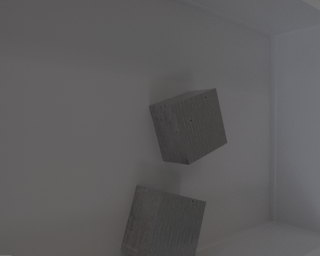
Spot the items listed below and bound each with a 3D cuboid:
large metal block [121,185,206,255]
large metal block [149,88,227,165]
[{"bbox_3d":[0.006,0.123,0.396,0.080,0.050,0.080,22,76,-38],"label":"large metal block"},{"bbox_3d":[0.040,-0.004,0.424,0.081,0.050,0.080,-23,105,-38],"label":"large metal block"}]
